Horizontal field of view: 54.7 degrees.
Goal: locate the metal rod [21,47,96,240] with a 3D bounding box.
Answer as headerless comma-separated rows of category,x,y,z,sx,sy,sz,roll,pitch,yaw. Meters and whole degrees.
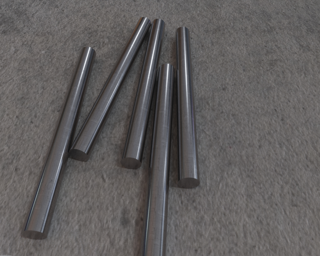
metal rod,-0.121,-0.007,0.407,0.025,0.025,0.300,2,50,1

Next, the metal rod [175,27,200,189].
metal rod,0.036,-0.052,0.447,0.025,0.025,0.300,1,50,1

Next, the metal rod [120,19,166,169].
metal rod,-0.018,-0.072,0.463,0.025,0.025,0.300,5,50,4

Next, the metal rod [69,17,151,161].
metal rod,-0.063,-0.079,0.468,0.025,0.025,0.300,11,51,8

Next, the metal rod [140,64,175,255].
metal rod,0.001,0.025,0.382,0.025,0.025,0.300,3,50,2
